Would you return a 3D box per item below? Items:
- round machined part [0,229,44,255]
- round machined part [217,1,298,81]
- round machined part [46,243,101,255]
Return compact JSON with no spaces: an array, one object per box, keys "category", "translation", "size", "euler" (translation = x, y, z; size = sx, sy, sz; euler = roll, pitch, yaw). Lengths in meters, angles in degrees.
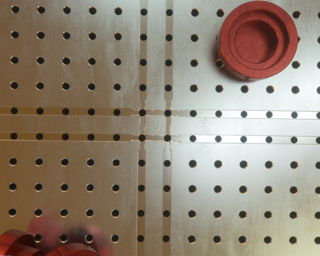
[{"category":"round machined part","translation":[-0.176,0.177,0.373],"size":[0.042,0.098,0.097],"euler":[13,90,6]},{"category":"round machined part","translation":[0.123,-0.111,0.406],"size":[0.099,0.042,0.097],"euler":[0,90,-1]},{"category":"round machined part","translation":[-0.108,0.197,0.379],"size":[0.099,0.042,0.097],"euler":[-8,103,-36]}]
